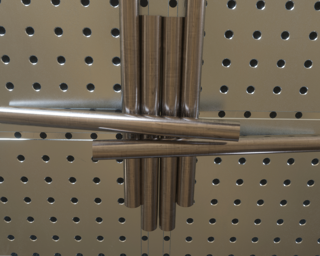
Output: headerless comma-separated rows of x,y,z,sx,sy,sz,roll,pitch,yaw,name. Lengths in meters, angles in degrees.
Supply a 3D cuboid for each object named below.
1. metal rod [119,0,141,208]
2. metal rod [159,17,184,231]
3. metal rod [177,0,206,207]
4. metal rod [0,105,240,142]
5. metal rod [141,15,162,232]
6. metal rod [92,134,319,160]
-0.037,-0.030,0.401,0.025,0.025,0.298,1,110,0,metal rod
0.013,0.008,0.417,0.025,0.025,0.298,1,110,0,metal rod
0.039,-0.031,0.401,0.025,0.025,0.298,1,110,0,metal rod
-0.056,-0.007,0.386,0.301,0.025,0.025,4,110,8,metal rod
-0.013,0.008,0.415,0.025,0.025,0.298,1,110,-1,metal rod
0.068,0.024,0.400,0.302,0.025,0.025,-1,110,-9,metal rod
